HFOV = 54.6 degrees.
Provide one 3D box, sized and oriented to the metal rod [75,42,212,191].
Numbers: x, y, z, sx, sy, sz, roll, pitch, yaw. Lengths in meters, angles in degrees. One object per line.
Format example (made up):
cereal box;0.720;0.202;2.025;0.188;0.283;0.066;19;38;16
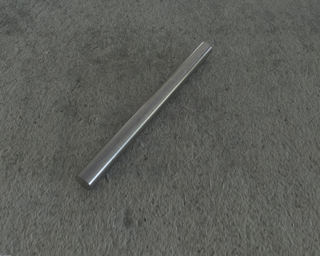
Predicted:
metal rod;-0.006;-0.035;0.432;0.025;0.025;0.301;26;55;20
